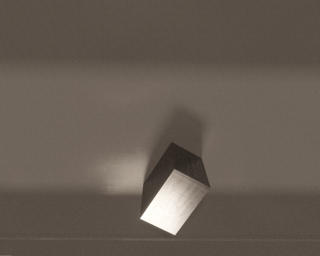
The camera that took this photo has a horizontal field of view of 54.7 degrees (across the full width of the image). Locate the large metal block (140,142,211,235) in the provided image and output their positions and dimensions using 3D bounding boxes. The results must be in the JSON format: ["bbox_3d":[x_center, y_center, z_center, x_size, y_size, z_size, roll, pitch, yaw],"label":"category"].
[{"bbox_3d":[0.018,0.077,0.411,0.050,0.080,0.080,29,107,-11],"label":"large metal block"}]
